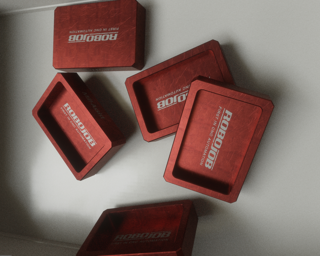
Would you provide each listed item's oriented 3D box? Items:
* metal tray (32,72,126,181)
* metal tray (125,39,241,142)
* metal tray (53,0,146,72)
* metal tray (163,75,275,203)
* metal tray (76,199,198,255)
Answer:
[{"bbox_3d":[-0.117,-0.003,0.436,0.090,0.030,0.130,-45,76,28],"label":"metal tray"},{"bbox_3d":[0.029,-0.044,0.396,0.130,0.030,0.090,-21,83,18],"label":"metal tray"},{"bbox_3d":[-0.087,-0.127,0.437,0.130,0.030,0.089,2,91,19],"label":"metal tray"},{"bbox_3d":[0.064,0.014,0.359,0.090,0.030,0.129,18,110,7],"label":"metal tray"},{"bbox_3d":[-0.024,0.133,0.381,0.130,0.090,0.030,-11,110,19],"label":"metal tray"}]
